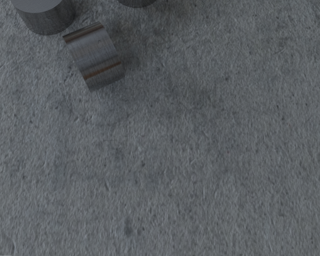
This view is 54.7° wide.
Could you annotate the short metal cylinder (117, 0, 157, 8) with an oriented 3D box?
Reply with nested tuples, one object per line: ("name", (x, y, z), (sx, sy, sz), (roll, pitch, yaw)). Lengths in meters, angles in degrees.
("short metal cylinder", (-0.037, -0.236, 0.481), (0.081, 0.050, 0.080), (0, 70, 0))

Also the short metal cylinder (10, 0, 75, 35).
("short metal cylinder", (-0.173, -0.187, 0.461), (0.081, 0.050, 0.080), (0, 70, 0))

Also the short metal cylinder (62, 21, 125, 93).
("short metal cylinder", (-0.088, -0.094, 0.412), (0.050, 0.080, 0.080), (-27, 73, -9))
